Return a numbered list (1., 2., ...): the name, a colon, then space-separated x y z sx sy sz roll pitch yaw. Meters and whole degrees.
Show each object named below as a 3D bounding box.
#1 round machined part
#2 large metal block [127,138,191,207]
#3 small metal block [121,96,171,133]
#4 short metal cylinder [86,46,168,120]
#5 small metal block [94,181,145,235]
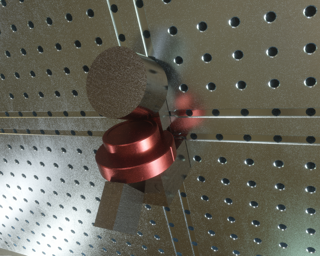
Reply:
1. round machined part: -0.032 0.021 0.379 0.098 0.098 0.042 1 119 27
2. large metal block: -0.014 0.054 0.414 0.080 0.080 0.050 1 119 27
3. small metal block: -0.018 -0.022 0.404 0.050 0.025 0.050 1 119 27
4. short metal cylinder: -0.038 -0.049 0.361 0.080 0.050 0.080 -1 88 27
5. small metal block: -0.045 0.093 0.358 0.025 0.050 0.050 1 157 27
